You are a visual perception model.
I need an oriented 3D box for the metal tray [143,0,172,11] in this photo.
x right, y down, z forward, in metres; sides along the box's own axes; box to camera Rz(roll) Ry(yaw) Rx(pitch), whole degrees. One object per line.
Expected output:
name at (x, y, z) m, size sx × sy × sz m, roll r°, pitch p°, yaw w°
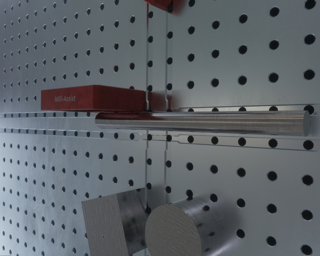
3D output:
metal tray at (0.000, -0.235, 0.406) m, size 0.090 × 0.030 × 0.129 m, roll 42°, pitch 115°, yaw 32°

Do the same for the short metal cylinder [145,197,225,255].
short metal cylinder at (0.029, 0.127, 0.369) m, size 0.080 × 0.050 × 0.079 m, roll 0°, pitch 90°, yaw 40°

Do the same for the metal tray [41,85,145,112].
metal tray at (-0.098, -0.039, 0.447) m, size 0.130 × 0.091 × 0.030 m, roll 2°, pitch 91°, yaw 40°

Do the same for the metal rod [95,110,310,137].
metal rod at (0.024, -0.008, 0.389) m, size 0.300 × 0.025 × 0.025 m, roll 2°, pitch 91°, yaw 40°

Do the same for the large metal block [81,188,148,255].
large metal block at (-0.062, 0.136, 0.444) m, size 0.080 × 0.050 × 0.080 m, roll -21°, pitch 77°, yaw 38°
